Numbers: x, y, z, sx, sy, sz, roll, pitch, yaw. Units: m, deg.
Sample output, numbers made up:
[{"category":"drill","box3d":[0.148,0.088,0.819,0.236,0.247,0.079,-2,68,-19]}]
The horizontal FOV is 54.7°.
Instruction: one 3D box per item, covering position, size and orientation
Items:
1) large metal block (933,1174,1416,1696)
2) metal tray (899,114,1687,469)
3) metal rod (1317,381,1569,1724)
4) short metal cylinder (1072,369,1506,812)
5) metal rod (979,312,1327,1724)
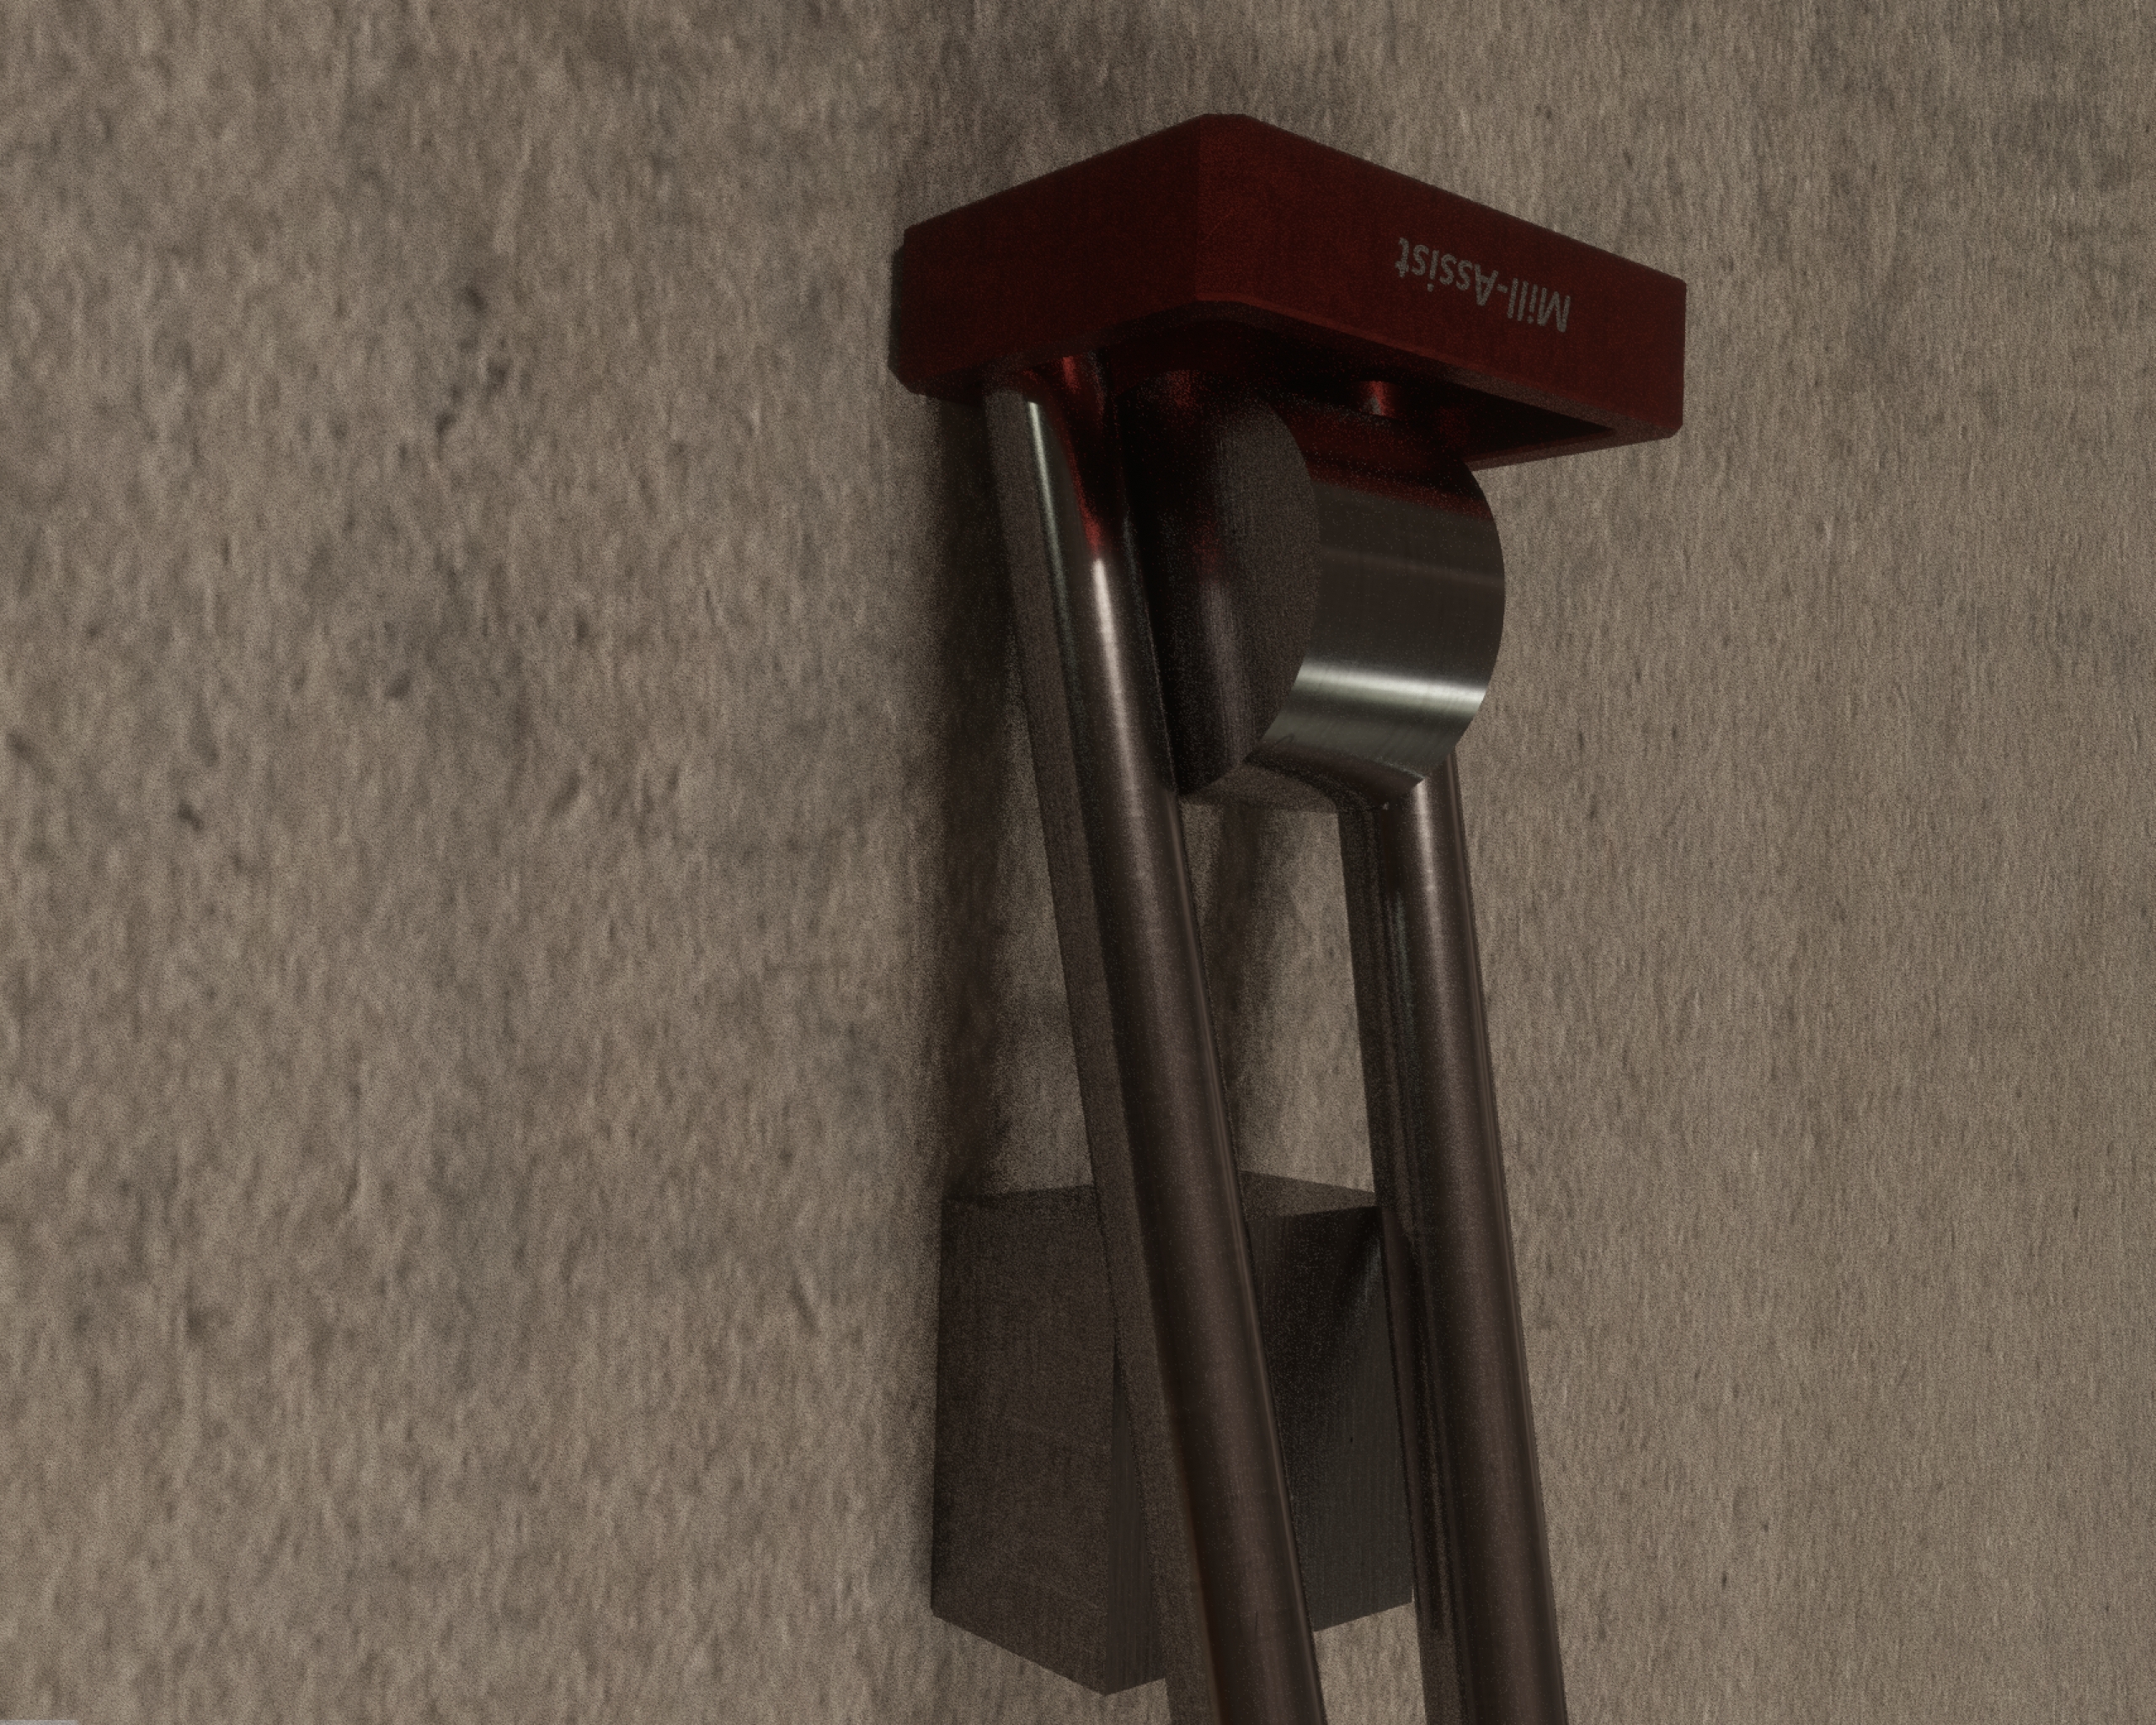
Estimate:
[{"category":"large metal block","box3d":[0.020,0.106,0.407,0.081,0.050,0.079,2,89,-40]},{"category":"metal tray","box3d":[0.043,-0.102,0.401,0.131,0.090,0.030,3,89,-40]},{"category":"metal rod","box3d":[0.069,0.046,0.405,0.025,0.025,0.299,11,68,-40]},{"category":"short metal cylinder","box3d":[0.034,-0.050,0.402,0.050,0.080,0.079,3,89,-41]},{"category":"metal rod","box3d":[0.014,0.043,0.360,0.025,0.025,0.299,3,73,-40]}]
